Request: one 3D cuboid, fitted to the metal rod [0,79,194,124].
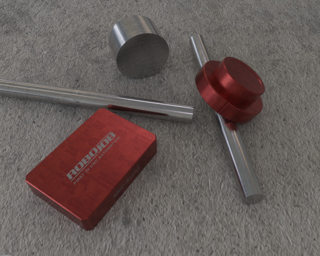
[{"bbox_3d":[-0.103,-0.040,0.436,0.301,0.025,0.025,9,51,7],"label":"metal rod"}]

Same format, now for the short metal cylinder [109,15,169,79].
[{"bbox_3d":[-0.033,-0.122,0.470,0.081,0.080,0.050,-15,52,-12],"label":"short metal cylinder"}]

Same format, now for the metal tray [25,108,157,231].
[{"bbox_3d":[-0.075,0.041,0.365,0.090,0.030,0.131,27,55,21],"label":"metal tray"}]

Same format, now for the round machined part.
[{"bbox_3d":[0.099,-0.057,0.413,0.099,0.042,0.098,22,42,-21],"label":"round machined part"}]

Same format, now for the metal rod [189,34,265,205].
[{"bbox_3d":[0.082,-0.036,0.433,0.025,0.025,0.300,-6,50,-5],"label":"metal rod"}]
